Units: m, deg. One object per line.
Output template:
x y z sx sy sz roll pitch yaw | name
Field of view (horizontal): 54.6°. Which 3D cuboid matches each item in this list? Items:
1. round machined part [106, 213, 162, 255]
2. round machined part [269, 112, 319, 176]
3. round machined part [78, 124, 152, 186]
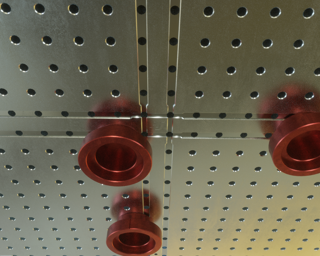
-0.046 0.191 0.562 0.099 0.042 0.097 0 130 0 | round machined part
0.196 0.017 0.416 0.099 0.042 0.097 0 130 0 | round machined part
-0.059 0.034 0.428 0.099 0.042 0.097 0 130 0 | round machined part
